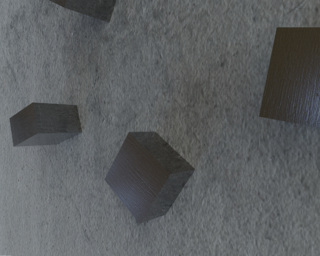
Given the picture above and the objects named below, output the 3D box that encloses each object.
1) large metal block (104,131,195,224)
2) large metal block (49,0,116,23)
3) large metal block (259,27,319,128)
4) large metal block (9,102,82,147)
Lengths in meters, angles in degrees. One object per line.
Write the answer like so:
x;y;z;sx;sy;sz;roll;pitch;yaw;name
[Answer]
-0.015;0.060;0.400;0.080;0.050;0.080;43;116;31;large metal block
-0.123;-0.205;0.468;0.080;0.081;0.050;34;111;34;large metal block
0.142;-0.041;0.271;0.080;0.050;0.079;15;99;38;large metal block
-0.194;-0.004;0.526;0.080;0.081;0.050;-21;77;38;large metal block
